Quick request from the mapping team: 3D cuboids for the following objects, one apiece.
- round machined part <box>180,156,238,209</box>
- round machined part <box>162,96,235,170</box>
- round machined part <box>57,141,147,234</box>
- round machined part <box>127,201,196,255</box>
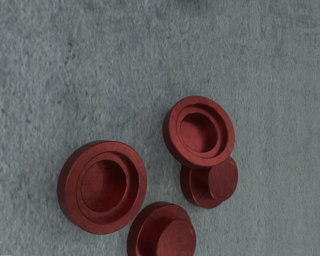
[{"bbox_3d":[0.080,0.072,0.463,0.099,0.042,0.097,0,90,-40],"label":"round machined part"},{"bbox_3d":[0.048,0.009,0.421,0.099,0.042,0.098,8,68,-21],"label":"round machined part"},{"bbox_3d":[-0.066,0.062,0.340,0.099,0.042,0.097,0,90,-40],"label":"round machined part"},{"bbox_3d":[0.009,0.149,0.404,0.099,0.042,0.097,0,90,-40],"label":"round machined part"}]
